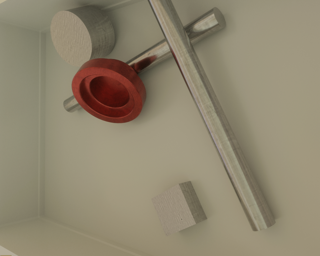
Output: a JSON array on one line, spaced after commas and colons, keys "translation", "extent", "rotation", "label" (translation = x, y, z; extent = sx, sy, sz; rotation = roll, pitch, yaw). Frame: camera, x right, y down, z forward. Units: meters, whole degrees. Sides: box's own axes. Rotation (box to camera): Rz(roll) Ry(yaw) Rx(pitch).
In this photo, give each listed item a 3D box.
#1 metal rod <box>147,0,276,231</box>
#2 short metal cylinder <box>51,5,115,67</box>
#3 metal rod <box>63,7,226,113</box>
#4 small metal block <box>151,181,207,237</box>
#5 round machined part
[{"translation": [0.049, -0.035, 0.343], "extent": [0.025, 0.025, 0.299], "rotation": [-30, 78, 36], "label": "metal rod"}, {"translation": [-0.115, -0.138, 0.463], "extent": [0.080, 0.050, 0.079], "rotation": [17, 125, 27], "label": "short metal cylinder"}, {"translation": [-0.044, -0.082, 0.440], "extent": [0.299, 0.025, 0.025], "rotation": [-21, 77, 37], "label": "metal rod"}, {"translation": [0.023, 0.100, 0.386], "extent": [0.050, 0.025, 0.050], "rotation": [-36, 68, 34], "label": "small metal block"}, {"translation": [-0.066, -0.055, 0.425], "extent": [0.098, 0.098, 0.042], "rotation": [-23, 35, 37], "label": "round machined part"}]
